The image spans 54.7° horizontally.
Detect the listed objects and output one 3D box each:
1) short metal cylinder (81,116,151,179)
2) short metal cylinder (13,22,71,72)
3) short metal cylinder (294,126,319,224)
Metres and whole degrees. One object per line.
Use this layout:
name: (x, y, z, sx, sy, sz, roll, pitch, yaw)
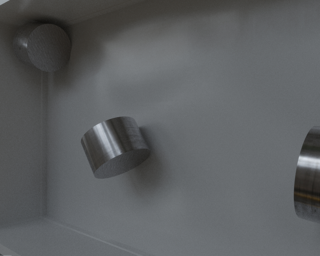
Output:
short metal cylinder: (-0.060, 0.028, 0.421, 0.080, 0.081, 0.050, -41, 65, 32)
short metal cylinder: (-0.204, -0.142, 0.540, 0.050, 0.081, 0.079, 20, 103, 38)
short metal cylinder: (0.147, 0.041, 0.249, 0.050, 0.081, 0.079, 9, 96, 40)
